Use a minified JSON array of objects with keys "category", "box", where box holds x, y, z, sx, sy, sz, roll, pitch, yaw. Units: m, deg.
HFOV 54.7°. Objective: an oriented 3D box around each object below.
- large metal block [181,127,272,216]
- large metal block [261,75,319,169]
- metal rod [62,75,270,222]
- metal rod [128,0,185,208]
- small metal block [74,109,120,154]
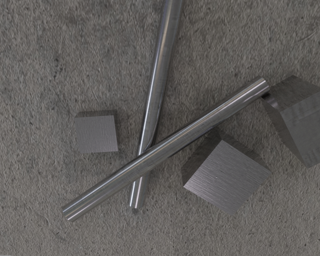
[{"category":"large metal block","box":[0.086,0.057,0.418,0.080,0.050,0.080,33,107,-12]},{"category":"large metal block","box":[0.171,-0.011,0.378,0.050,0.080,0.080,-30,108,10]},{"category":"metal rod","box":[0.006,0.028,0.396,0.301,0.025,0.025,-34,107,2]},{"category":"metal rod","box":[-0.007,-0.029,0.399,0.025,0.025,0.298,10,110,-4]},{"category":"small metal block","box":[-0.082,0.004,0.411,0.050,0.025,0.050,-4,110,1]}]
